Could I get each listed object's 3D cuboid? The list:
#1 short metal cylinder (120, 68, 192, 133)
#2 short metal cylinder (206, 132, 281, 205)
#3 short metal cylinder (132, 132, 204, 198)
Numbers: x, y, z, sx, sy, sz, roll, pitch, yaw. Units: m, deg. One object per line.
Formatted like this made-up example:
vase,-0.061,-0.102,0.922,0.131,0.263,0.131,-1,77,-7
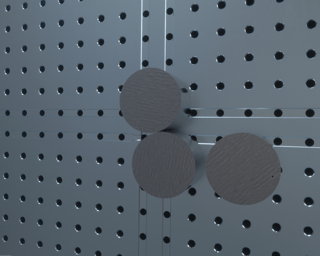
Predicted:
short metal cylinder,-0.004,-0.034,0.400,0.080,0.050,0.079,0,90,19
short metal cylinder,0.099,0.045,0.364,0.080,0.050,0.079,0,90,19
short metal cylinder,0.012,0.044,0.394,0.080,0.050,0.079,0,90,19
